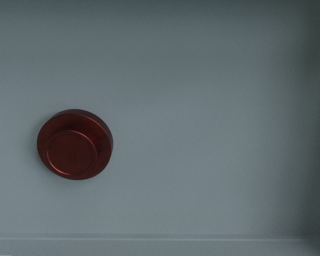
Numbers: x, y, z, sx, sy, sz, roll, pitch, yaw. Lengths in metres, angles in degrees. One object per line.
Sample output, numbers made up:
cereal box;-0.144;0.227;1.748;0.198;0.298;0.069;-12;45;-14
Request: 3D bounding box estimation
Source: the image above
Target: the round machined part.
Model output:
round machined part;-0.114;0.027;0.411;0.099;0.042;0.097;0;110;-1
